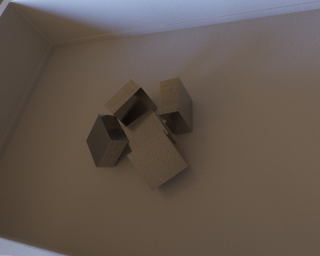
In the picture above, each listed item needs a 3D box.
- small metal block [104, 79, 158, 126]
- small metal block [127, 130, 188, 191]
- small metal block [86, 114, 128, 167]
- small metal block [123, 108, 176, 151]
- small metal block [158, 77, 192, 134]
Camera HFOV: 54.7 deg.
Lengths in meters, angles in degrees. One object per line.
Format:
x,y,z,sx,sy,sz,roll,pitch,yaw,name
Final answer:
-0.039,-0.030,0.424,0.050,0.050,0.025,-45,51,-3,small metal block
-0.002,0.037,0.364,0.050,0.025,0.050,-35,88,4,small metal block
-0.072,0.017,0.414,0.050,0.025,0.050,-58,45,29,small metal block
-0.016,0.011,0.403,0.050,0.025,0.050,-36,51,4,small metal block
0.021,-0.027,0.391,0.025,0.050,0.050,-10,57,21,small metal block
